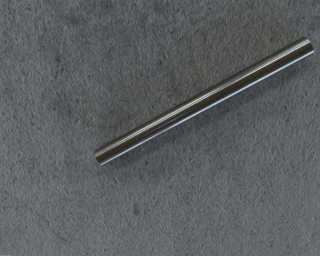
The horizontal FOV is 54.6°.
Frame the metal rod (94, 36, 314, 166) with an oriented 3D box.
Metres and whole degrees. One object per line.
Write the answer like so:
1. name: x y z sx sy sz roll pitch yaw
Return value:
1. metal rod: 0.048 -0.029 0.399 0.300 0.025 0.025 -28 108 10
